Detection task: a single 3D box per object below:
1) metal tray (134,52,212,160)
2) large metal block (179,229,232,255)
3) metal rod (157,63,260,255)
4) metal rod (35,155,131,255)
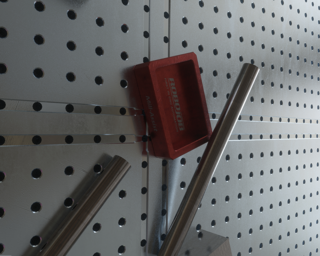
[{"bbox_3d":[0.022,-0.032,0.426,0.091,0.030,0.129,-23,104,-38],"label":"metal tray"},{"bbox_3d":[0.063,0.209,0.448,0.081,0.050,0.079,-23,105,-38],"label":"large metal block"},{"bbox_3d":[0.071,0.045,0.437,0.025,0.025,0.299,31,81,-36],"label":"metal rod"},{"bbox_3d":[-0.125,0.149,0.305,0.025,0.025,0.301,52,60,-28],"label":"metal rod"}]
